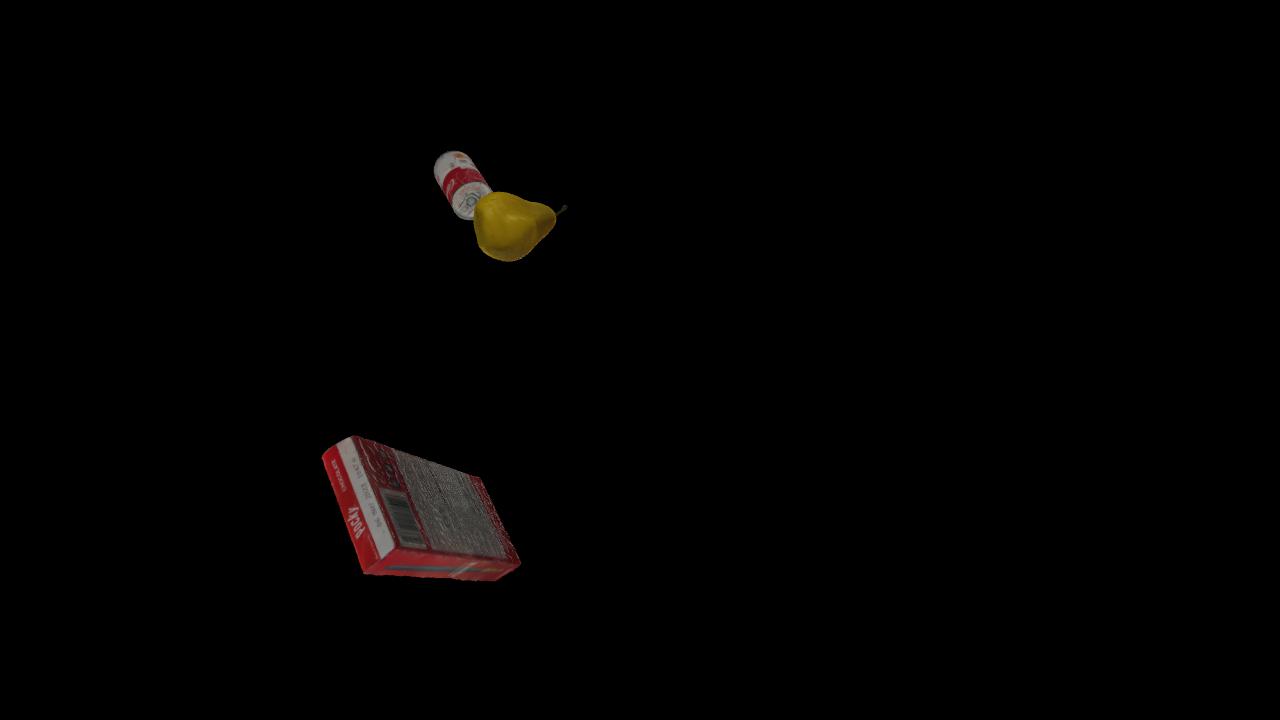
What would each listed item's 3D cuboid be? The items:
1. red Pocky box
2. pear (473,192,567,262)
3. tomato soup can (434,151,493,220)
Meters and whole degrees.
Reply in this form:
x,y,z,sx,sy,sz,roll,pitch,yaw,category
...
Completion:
x,y,z,sx,sy,sz,roll,pitch,yaw,category
-0.140,0.107,0.417,0.028,0.083,0.155,-36,-27,1,red Pocky box
-0.134,-0.156,0.715,0.111,0.080,0.080,-9,3,-23,pear
-0.279,-0.277,0.969,0.068,0.068,0.101,0,43,-41,tomato soup can
